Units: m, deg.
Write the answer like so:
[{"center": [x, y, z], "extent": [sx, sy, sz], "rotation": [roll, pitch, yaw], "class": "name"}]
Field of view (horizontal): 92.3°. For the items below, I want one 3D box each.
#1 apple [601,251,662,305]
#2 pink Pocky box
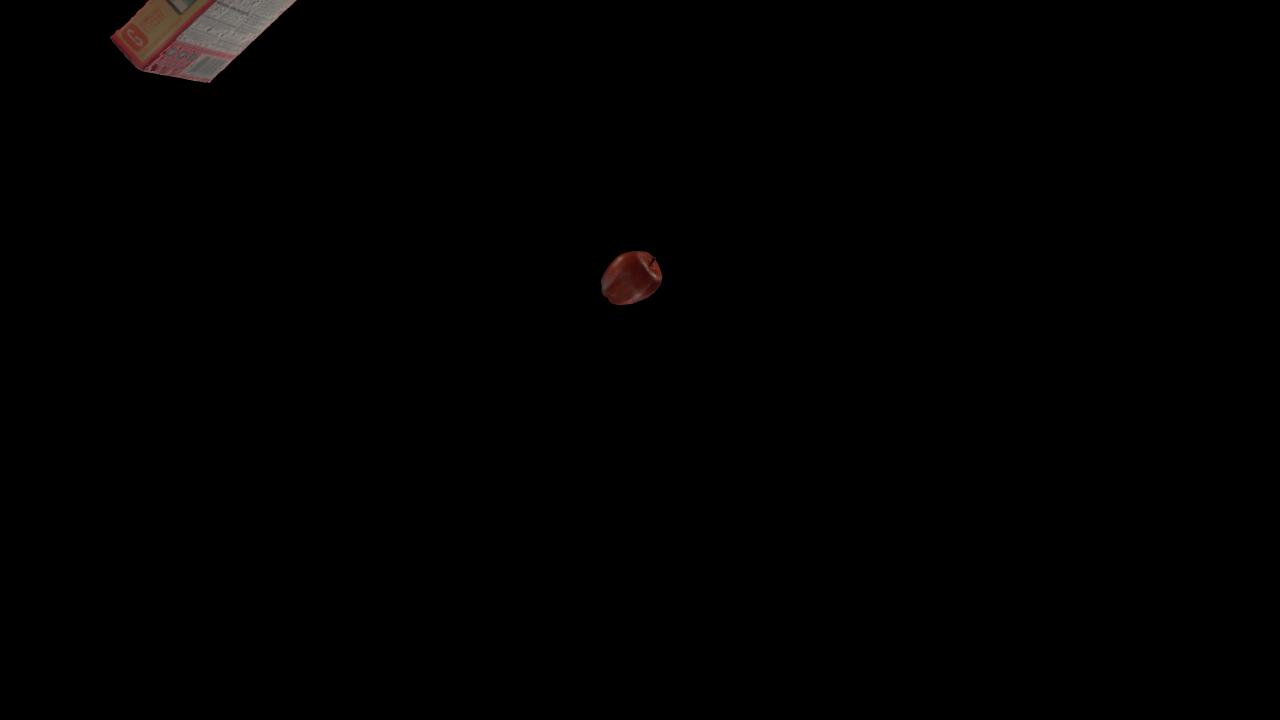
[{"center": [-0.012, -0.122, 0.910], "extent": [0.093, 0.079, 0.079], "rotation": [-34, -13, 21], "class": "apple"}, {"center": [-0.297, -0.268, 0.451], "extent": [0.155, 0.029, 0.084], "rotation": [-36, 18, 8], "class": "pink Pocky box"}]
